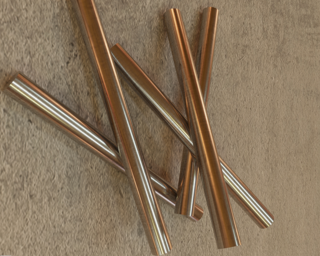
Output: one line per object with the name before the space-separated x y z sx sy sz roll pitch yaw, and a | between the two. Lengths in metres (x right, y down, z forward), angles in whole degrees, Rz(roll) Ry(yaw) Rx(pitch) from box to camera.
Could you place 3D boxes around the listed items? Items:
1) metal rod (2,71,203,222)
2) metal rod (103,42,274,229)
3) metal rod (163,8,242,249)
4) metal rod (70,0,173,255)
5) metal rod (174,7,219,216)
metal rod | -0.043 0.040 0.368 0.300 0.025 0.025 41 65 -32
metal rod | 0.043 0.017 0.387 0.300 0.025 0.025 47 61 -11
metal rod | 0.044 -0.016 0.369 0.025 0.025 0.299 6 64 -40
metal rod | -0.042 -0.004 0.342 0.025 0.025 0.298 -20 95 -38
metal rod | 0.054 -0.033 0.431 0.025 0.025 0.299 21 72 -38
